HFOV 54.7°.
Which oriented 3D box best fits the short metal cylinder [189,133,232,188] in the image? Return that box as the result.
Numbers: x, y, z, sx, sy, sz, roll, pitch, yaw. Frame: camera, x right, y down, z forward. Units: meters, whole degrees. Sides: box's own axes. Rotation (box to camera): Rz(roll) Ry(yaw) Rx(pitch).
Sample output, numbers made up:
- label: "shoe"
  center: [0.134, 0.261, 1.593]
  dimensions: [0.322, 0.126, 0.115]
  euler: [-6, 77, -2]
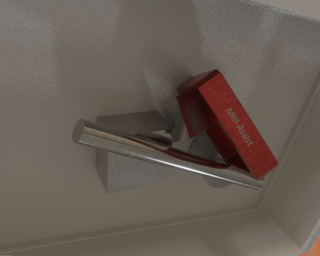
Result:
- label: "short metal cylinder"
  center: [0.090, 0.043, 0.469]
  dimensions: [0.081, 0.050, 0.079]
  euler: [-14, 125, -21]

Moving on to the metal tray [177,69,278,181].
- label: "metal tray"
  center: [0.077, -0.005, 0.374]
  dimensions: [0.030, 0.090, 0.130]
  euler: [-36, 100, -6]

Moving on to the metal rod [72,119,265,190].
- label: "metal rod"
  center: [0.036, 0.043, 0.389]
  dimensions: [0.302, 0.025, 0.025]
  euler: [19, 108, -36]

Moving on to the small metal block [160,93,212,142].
- label: "small metal block"
  center: [0.032, -0.015, 0.373]
  dimensions: [0.050, 0.025, 0.050]
  euler: [-23, 96, -48]

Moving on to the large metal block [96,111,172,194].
- label: "large metal block"
  center: [-0.034, 0.028, 0.391]
  dimensions: [0.081, 0.050, 0.079]
  euler: [-8, 122, -25]
